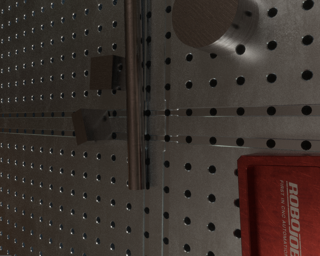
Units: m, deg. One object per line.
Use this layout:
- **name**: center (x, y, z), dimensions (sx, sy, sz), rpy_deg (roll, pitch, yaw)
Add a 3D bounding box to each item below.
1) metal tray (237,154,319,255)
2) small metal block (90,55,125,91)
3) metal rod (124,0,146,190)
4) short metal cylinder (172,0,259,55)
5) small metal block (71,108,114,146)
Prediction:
- **metal tray**: center (0.126, 0.091, 0.301), dimensions (0.090, 0.030, 0.129), rpy_deg (-4, 87, 39)
- **small metal block**: center (-0.081, -0.083, 0.473), dimensions (0.050, 0.025, 0.050), rpy_deg (5, 93, 39)
- **metal rod**: center (-0.036, -0.064, 0.436), dimensions (0.025, 0.025, 0.298), rpy_deg (-3, 88, 39)
- **short metal cylinder**: center (0.060, -0.124, 0.342), dimensions (0.080, 0.050, 0.079), rpy_deg (0, 90, 39)
- **small metal block**: center (-0.103, -0.001, 0.476), dimensions (0.025, 0.050, 0.050), rpy_deg (-23, 76, 37)
